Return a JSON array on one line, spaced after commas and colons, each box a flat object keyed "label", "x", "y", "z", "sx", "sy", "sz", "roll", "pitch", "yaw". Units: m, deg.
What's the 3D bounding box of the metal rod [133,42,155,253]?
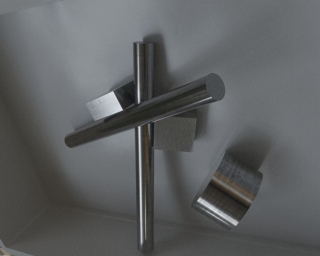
[{"label": "metal rod", "x": -0.020, "y": 0.040, "z": 0.411, "sx": 0.025, "sy": 0.025, "sz": 0.298, "roll": 10, "pitch": 113, "yaw": 22}]

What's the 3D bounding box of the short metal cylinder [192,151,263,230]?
[{"label": "short metal cylinder", "x": 0.080, "y": 0.075, "z": 0.377, "sx": 0.050, "sy": 0.080, "sz": 0.079, "roll": 31, "pitch": 128, "yaw": 7}]

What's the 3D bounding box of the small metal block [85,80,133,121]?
[{"label": "small metal block", "x": -0.057, "y": -0.036, "z": 0.398, "sx": 0.050, "sy": 0.050, "sz": 0.025, "roll": -17, "pitch": 105, "yaw": 35}]

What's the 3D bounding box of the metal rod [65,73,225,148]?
[{"label": "metal rod", "x": -0.046, "y": -0.008, "z": 0.381, "sx": 0.299, "sy": 0.025, "sz": 0.025, "roll": -16, "pitch": 111, "yaw": 49}]

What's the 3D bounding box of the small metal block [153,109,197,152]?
[{"label": "small metal block", "x": 0.019, "y": 0.001, "z": 0.389, "sx": 0.050, "sy": 0.025, "sz": 0.050, "roll": 4, "pitch": 122, "yaw": 3}]
